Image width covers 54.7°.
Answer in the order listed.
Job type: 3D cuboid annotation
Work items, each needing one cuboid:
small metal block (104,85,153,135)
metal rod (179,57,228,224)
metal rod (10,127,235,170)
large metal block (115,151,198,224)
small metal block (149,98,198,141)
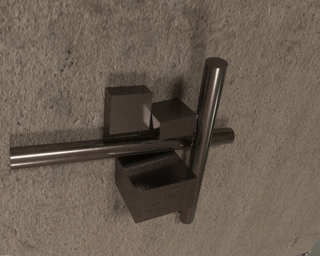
[{"bbox_3d":[-0.039,-0.023,0.373,0.050,0.025,0.050,-7,122,-25],"label":"small metal block"},{"bbox_3d":[0.053,0.042,0.432,0.025,0.025,0.298,-15,134,-21],"label":"metal rod"},{"bbox_3d":[-0.029,0.023,0.406,0.303,0.025,0.025,-5,121,-27],"label":"metal rod"},{"bbox_3d":[-0.008,0.070,0.412,0.081,0.080,0.050,-9,123,-24],"label":"large metal block"},{"bbox_3d":[0.012,-0.012,0.391,0.050,0.050,0.025,-13,124,-22],"label":"small metal block"}]
